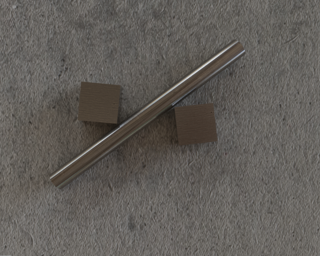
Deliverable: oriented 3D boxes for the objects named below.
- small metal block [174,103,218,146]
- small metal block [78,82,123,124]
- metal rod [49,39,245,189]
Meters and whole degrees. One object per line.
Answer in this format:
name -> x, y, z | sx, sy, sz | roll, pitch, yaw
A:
small metal block -> 0.046, -0.005, 0.411 | 0.050, 0.025, 0.050 | -6, 90, -1
small metal block -> -0.078, -0.033, 0.409 | 0.050, 0.025, 0.050 | 5, 90, -1
metal rod -> -0.016, -0.018, 0.409 | 0.301, 0.025, 0.025 | -36, 90, -1
